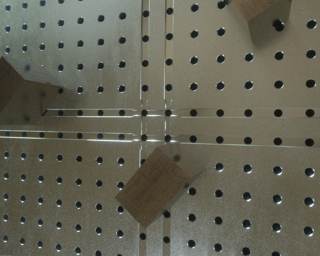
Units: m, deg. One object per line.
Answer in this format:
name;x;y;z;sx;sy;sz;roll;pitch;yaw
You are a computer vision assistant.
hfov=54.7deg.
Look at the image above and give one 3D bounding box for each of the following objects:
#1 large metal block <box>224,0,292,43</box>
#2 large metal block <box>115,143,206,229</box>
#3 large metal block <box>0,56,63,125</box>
large metal block;0.101;-0.153;0.347;0.050;0.080;0.080;-33;80;17
large metal block;0.004;0.067;0.381;0.050;0.080;0.080;42;103;15
large metal block;-0.205;-0.051;0.454;0.050;0.080;0.080;44;103;14
